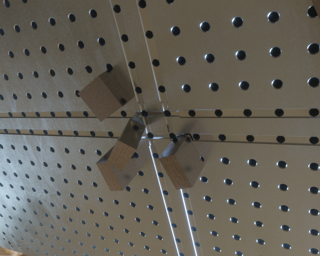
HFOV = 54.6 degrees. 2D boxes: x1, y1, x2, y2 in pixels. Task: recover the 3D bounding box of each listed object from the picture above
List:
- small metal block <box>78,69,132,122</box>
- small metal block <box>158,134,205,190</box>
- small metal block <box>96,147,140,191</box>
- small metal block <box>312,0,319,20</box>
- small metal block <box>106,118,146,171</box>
[{"bbox_3d":[-0.076,-0.044,0.425,0.050,0.025,0.050,-30,102,38],"label":"small metal block"},{"bbox_3d":[0.030,0.044,0.407,0.025,0.050,0.050,-18,109,35],"label":"small metal block"},{"bbox_3d":[-0.061,0.058,0.464,0.025,0.050,0.050,-9,114,33],"label":"small metal block"},{"bbox_3d":[0.164,-0.101,0.262,0.050,0.025,0.050,-22,107,36],"label":"small metal block"},{"bbox_3d":[-0.047,0.023,0.432,0.025,0.050,0.050,29,129,-8],"label":"small metal block"}]
